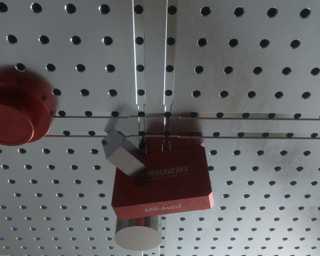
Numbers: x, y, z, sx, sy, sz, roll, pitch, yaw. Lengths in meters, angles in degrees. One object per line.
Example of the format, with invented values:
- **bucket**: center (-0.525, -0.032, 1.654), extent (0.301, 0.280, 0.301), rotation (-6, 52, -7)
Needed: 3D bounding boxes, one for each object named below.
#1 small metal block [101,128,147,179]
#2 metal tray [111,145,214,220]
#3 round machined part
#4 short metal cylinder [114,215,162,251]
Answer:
- **small metal block**: center (-0.050, 0.035, 0.420), extent (0.025, 0.050, 0.050), rotation (-43, 121, 6)
- **metal tray**: center (0.003, 0.074, 0.432), extent (0.131, 0.090, 0.030), rotation (-9, 130, 7)
- **round machined part**: center (-0.186, -0.016, 0.384), extent (0.099, 0.042, 0.097), rotation (-1, 130, 0)
- **short metal cylinder**: center (-0.037, 0.171, 0.541), extent (0.081, 0.050, 0.079), rotation (-1, 130, 0)
